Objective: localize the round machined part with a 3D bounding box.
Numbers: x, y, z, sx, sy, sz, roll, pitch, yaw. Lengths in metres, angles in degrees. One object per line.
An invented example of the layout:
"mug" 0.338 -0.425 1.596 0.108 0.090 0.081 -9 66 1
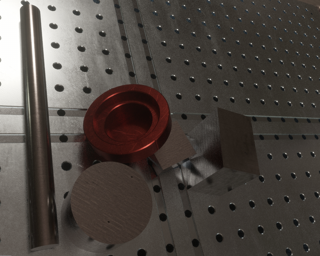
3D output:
"round machined part" -0.035 -0.001 0.362 0.099 0.042 0.098 -5 54 7

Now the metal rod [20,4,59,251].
"metal rod" -0.139 -0.022 0.347 0.025 0.025 0.299 0 62 -29

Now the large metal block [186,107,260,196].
"large metal block" 0.075 0.033 0.395 0.050 0.080 0.080 15 56 -21

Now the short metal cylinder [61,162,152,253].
"short metal cylinder" -0.055 0.081 0.315 0.081 0.050 0.080 14 56 -21

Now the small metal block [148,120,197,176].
"small metal block" 0.009 0.025 0.394 0.050 0.025 0.050 -23 74 -25
